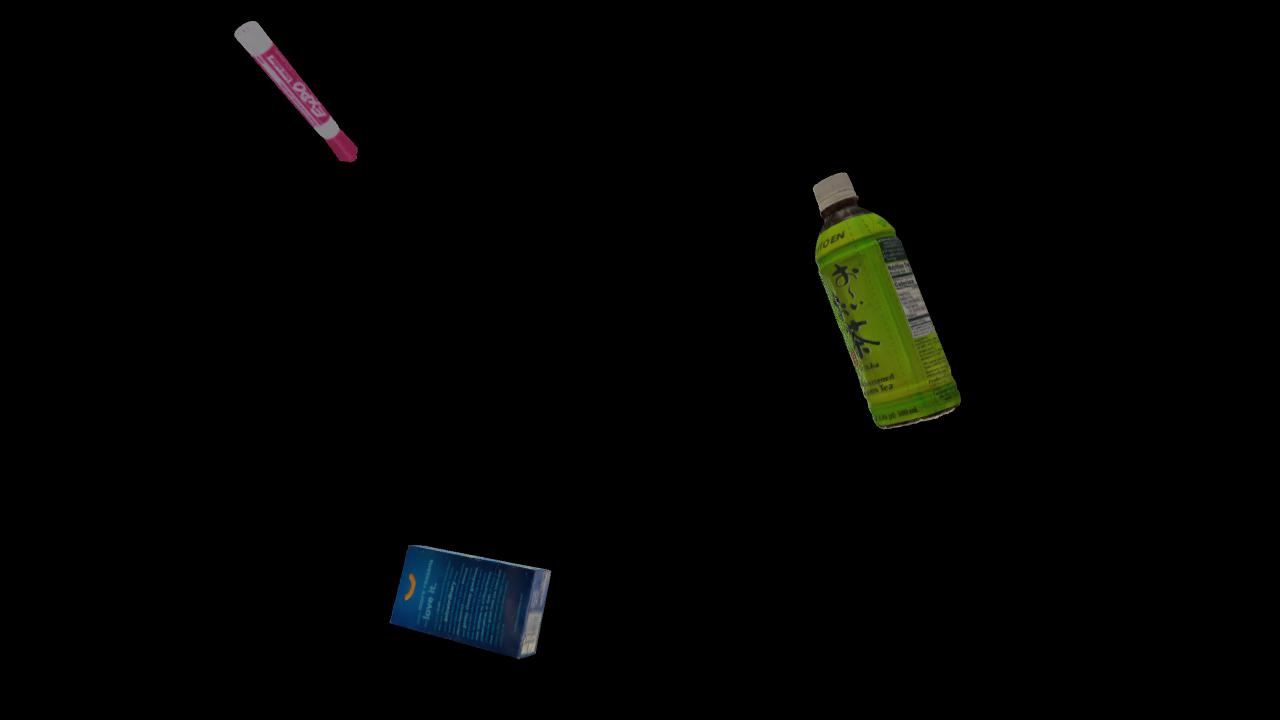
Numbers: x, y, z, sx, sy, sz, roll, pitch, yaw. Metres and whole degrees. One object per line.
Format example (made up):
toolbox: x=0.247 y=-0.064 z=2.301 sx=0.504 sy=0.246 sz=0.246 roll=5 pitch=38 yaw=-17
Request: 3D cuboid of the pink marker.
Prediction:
pink marker: x=-0.264 y=-0.205 z=0.485 sx=0.020 sy=0.020 sz=0.121 roll=0 pitch=-29 yaw=16

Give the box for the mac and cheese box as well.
mac and cheese box: x=-0.197 y=0.274 z=0.709 sx=0.184 sy=0.093 sz=0.041 roll=2 pitch=-15 yaw=25

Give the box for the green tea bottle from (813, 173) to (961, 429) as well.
green tea bottle: x=0.194 y=-0.052 z=0.509 sx=0.073 sy=0.212 sz=0.073 roll=-16 pitch=-6 yaw=-2
